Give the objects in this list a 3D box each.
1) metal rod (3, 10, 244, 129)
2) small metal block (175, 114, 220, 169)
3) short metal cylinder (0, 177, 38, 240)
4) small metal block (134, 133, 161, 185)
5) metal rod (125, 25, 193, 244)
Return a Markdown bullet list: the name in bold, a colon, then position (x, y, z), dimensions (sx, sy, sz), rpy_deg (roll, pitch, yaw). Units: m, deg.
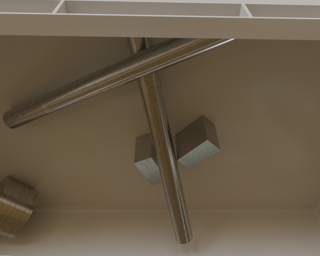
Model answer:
- **metal rod**: position (-0.061, -0.050, 0.333), dimensions (0.300, 0.025, 0.025), rpy_deg (-17, 129, 26)
- **small metal block**: position (0.048, 0.018, 0.409), dimensions (0.025, 0.050, 0.050), rpy_deg (37, 121, -27)
- **short metal cylinder**: position (-0.232, 0.122, 0.474), dimensions (0.050, 0.080, 0.080), rpy_deg (36, 121, -27)
- **small metal block**: position (-0.011, 0.042, 0.428), dimensions (0.025, 0.050, 0.050), rpy_deg (-20, 128, 16)
- **metal rod**: position (0.005, 0.027, 0.386), dimensions (0.025, 0.025, 0.298), rpy_deg (-9, 116, 7)
